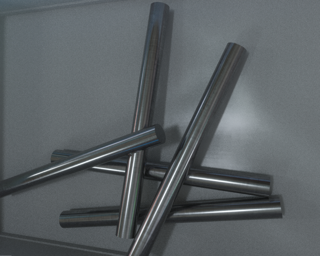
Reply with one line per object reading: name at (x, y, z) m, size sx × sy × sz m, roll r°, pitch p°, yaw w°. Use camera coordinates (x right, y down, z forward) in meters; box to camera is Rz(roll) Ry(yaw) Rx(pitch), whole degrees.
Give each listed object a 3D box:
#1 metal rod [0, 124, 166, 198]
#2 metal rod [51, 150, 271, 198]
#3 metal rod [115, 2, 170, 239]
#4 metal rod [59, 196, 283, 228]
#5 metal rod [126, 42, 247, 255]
metal rod at (-0.129, 0.053, 0.426) m, size 0.300 × 0.025 × 0.025 m, roll -20°, pitch 84°, yaw 24°
metal rod at (-0.013, 0.057, 0.412) m, size 0.301 × 0.025 × 0.025 m, roll 5°, pitch 92°, yaw 19°
metal rod at (-0.021, -0.013, 0.397) m, size 0.025 × 0.025 × 0.298 m, roll 7°, pitch 86°, yaw 19°
metal rod at (0.000, 0.113, 0.408) m, size 0.301 × 0.025 × 0.025 m, roll -9°, pitch 87°, yaw 19°
metal rod at (0.029, 0.037, 0.377) m, size 0.025 × 0.025 × 0.299 m, roll 26°, pitch 90°, yaw 18°
